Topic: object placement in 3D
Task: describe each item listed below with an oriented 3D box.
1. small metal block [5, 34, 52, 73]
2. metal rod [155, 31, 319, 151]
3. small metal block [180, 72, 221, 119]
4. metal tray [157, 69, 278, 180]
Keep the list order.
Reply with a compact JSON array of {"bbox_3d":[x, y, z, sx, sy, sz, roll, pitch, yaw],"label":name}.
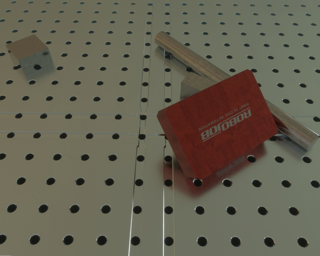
[{"bbox_3d":[-0.215,-0.123,0.509,0.050,0.025,0.050,-32,58,-25],"label":"small metal block"},{"bbox_3d":[0.098,-0.069,0.466,0.025,0.025,0.300,-33,58,-25],"label":"metal rod"},{"bbox_3d":[0.056,-0.042,0.428,0.050,0.050,0.025,28,55,21],"label":"small metal block"},{"bbox_3d":[0.073,-0.006,0.378,0.131,0.030,0.090,-27,94,-21],"label":"metal tray"}]
